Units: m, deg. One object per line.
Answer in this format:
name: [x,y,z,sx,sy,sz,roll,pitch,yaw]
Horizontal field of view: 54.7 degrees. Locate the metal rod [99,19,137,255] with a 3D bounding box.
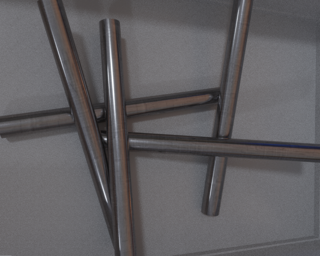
metal rod: [-0.048,0.022,0.360,0.025,0.025,0.298,-3,85,-20]

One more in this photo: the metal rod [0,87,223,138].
metal rod: [-0.038,-0.025,0.396,0.302,0.025,0.025,-10,94,-20]

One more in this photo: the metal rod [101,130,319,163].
metal rod: [0.075,0.025,0.398,0.302,0.025,0.025,4,89,-5]

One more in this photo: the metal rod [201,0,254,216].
metal rod: [0.090,-0.027,0.418,0.025,0.025,0.298,5,98,-20]

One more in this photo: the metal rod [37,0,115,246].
metal rod: [-0.080,0.008,0.356,0.025,0.025,0.298,-19,105,-19]
